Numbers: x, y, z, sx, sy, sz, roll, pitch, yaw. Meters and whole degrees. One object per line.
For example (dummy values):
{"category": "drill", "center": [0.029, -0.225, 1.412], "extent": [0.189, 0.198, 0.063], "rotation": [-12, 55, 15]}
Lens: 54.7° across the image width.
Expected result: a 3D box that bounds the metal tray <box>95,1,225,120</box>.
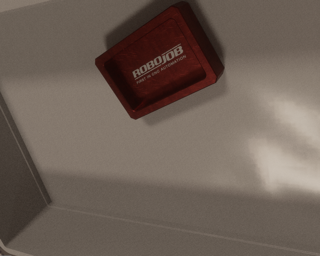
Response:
{"category": "metal tray", "center": [-0.004, -0.072, 0.361], "extent": [0.130, 0.030, 0.090], "rotation": [-23, 107, 36]}
